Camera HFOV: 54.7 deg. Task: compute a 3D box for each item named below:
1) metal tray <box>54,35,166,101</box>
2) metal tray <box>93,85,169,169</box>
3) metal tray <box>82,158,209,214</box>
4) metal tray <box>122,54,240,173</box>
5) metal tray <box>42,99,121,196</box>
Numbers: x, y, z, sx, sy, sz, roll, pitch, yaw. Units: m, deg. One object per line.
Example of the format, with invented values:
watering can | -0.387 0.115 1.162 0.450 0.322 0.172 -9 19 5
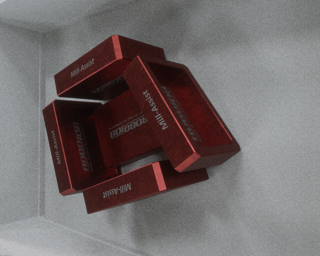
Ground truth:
metal tray | -0.067 -0.074 0.415 0.130 0.091 0.030 -20 78 38
metal tray | -0.033 -0.005 0.425 0.130 0.030 0.090 -25 75 37
metal tray | -0.019 0.069 0.375 0.130 0.091 0.030 -26 74 37
metal tray | 0.024 -0.019 0.341 0.030 0.091 0.130 -44 64 32
metal tray | -0.111 0.026 0.451 0.030 0.091 0.129 -27 74 37
